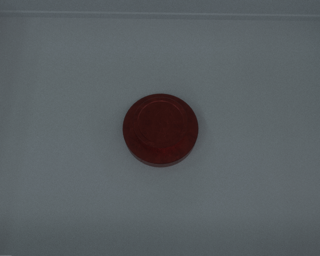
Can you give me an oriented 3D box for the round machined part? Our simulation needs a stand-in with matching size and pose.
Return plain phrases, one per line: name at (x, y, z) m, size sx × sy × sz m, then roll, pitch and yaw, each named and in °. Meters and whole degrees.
round machined part at (0.001, -0.001, 0.401) m, size 0.099 × 0.042 × 0.098 m, roll 0°, pitch 70°, yaw 0°
